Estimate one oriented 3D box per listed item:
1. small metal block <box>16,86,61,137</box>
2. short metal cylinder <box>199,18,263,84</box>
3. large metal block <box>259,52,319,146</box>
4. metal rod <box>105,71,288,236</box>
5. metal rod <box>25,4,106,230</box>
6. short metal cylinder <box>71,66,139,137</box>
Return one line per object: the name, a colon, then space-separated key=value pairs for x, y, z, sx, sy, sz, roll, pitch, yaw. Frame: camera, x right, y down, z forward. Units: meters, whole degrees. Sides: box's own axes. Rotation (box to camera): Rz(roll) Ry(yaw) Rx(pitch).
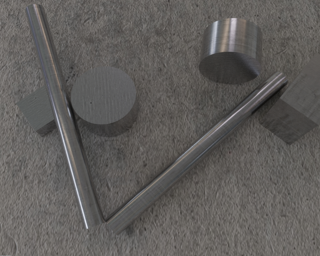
small metal block: x=-0.153 y=-0.024 z=0.416 sx=0.050 sy=0.025 sz=0.050 roll=-36 pitch=74 yaw=-12
short metal cylinder: x=0.095 y=-0.100 z=0.416 sx=0.080 sy=0.080 sz=0.050 roll=8 pitch=70 yaw=3
large metal block: x=0.181 y=-0.034 z=0.393 sx=0.050 sy=0.080 sz=0.080 roll=39 pitch=75 yaw=13
metal rod: x=0.056 y=0.024 z=0.399 sx=0.301 sy=0.025 sz=0.025 roll=-40 pitch=75 yaw=-13
metal rod: x=-0.123 y=-0.025 z=0.389 sx=0.025 sy=0.025 sz=0.299 roll=-18 pitch=76 yaw=-7
short metal cylinder: x=-0.070 y=-0.033 z=0.407 sx=0.081 sy=0.050 sz=0.080 roll=0 pitch=70 yaw=0
